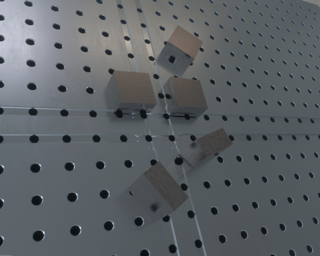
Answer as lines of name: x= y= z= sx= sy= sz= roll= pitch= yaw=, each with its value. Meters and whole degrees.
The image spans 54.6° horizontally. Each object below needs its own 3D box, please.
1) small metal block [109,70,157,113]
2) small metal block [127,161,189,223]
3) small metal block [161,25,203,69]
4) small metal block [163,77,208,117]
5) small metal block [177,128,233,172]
small metal block: x=-0.037 y=-0.048 z=0.417 sx=0.050 sy=0.025 sz=0.050 roll=-1 pitch=62 yaw=-29
small metal block: x=-0.004 y=0.072 z=0.346 sx=0.025 sy=0.050 sz=0.050 roll=-34 pitch=81 yaw=-38
small metal block: x=0.037 y=-0.134 z=0.509 sx=0.050 sy=0.025 sz=0.050 roll=32 pitch=52 yaw=-8
small metal block: x=0.037 y=-0.045 z=0.455 sx=0.050 sy=0.025 sz=0.050 roll=2 pitch=61 yaw=-27
small metal block: x=0.058 y=0.029 z=0.405 sx=0.050 sy=0.050 sz=0.025 roll=-21 pitch=73 yaw=-36
